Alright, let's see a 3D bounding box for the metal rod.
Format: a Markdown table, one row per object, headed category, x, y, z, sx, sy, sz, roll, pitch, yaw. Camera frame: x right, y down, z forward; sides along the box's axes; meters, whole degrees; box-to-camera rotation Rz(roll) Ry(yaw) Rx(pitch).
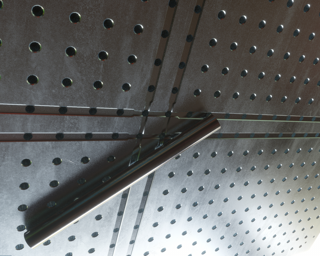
| category | x | y | z | sx | sy | sz | roll | pitch | yaw |
| --- | --- | --- | --- | --- | --- | --- | --- | --- | --- |
| metal rod | -0.046 | 0.070 | 0.430 | 0.301 | 0.025 | 0.025 | -32 | 129 | -8 |
